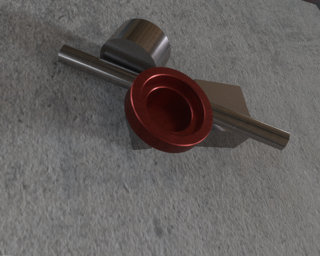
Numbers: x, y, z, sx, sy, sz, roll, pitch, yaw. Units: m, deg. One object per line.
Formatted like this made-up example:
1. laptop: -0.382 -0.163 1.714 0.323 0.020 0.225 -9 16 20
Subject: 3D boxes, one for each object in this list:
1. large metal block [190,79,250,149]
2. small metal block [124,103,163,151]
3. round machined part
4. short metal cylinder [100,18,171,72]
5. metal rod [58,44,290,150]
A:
1. large metal block: 0.080 -0.018 0.446 0.081 0.050 0.080 4 60 -27
2. small metal block: -0.019 -0.006 0.384 0.025 0.050 0.050 -2 63 -30
3. round machined part: 0.006 -0.016 0.346 0.099 0.042 0.098 13 57 -22
4. short metal cylinder: -0.032 -0.097 0.413 0.080 0.080 0.050 33 51 -8
5. metal rod: 0.016 -0.039 0.391 0.301 0.025 0.025 22 52 2
